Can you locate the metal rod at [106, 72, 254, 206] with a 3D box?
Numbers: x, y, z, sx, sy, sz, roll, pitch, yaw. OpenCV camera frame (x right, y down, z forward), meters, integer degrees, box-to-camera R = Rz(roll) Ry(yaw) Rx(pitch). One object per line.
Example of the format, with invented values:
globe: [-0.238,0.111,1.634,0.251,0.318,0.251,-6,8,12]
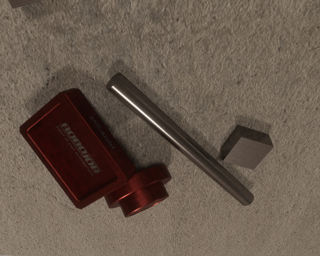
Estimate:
metal rod: [0.044,0.031,0.433,0.025,0.025,0.300,-34,123,25]

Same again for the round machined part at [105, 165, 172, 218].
round machined part: [-0.027,0.094,0.442,0.099,0.042,0.098,-25,164,-8]

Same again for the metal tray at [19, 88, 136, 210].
metal tray: [-0.103,0.027,0.387,0.090,0.030,0.130,-33,95,24]

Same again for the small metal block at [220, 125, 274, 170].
small metal block: [0.120,0.028,0.433,0.050,0.025,0.050,16,128,-14]

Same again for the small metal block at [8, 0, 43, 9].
small metal block: [-0.121,-0.144,0.283,0.050,0.025,0.050,-12,130,9]
